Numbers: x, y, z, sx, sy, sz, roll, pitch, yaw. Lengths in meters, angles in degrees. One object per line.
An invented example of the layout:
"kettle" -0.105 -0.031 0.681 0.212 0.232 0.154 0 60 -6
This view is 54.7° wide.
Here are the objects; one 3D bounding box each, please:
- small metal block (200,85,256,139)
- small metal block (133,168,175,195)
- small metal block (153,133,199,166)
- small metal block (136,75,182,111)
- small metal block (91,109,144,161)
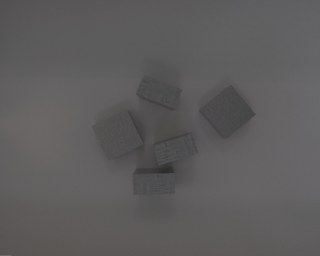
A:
"small metal block" 0.089 -0.021 0.412 0.050 0.025 0.050 -40 90 0
"small metal block" -0.007 0.067 0.399 0.050 0.050 0.025 -2 90 0
"small metal block" 0.019 0.026 0.399 0.050 0.050 0.025 -18 90 0
"small metal block" -0.001 -0.044 0.399 0.050 0.050 0.025 21 90 0
"small metal block" -0.055 0.009 0.411 0.050 0.025 0.050 -26 90 0
